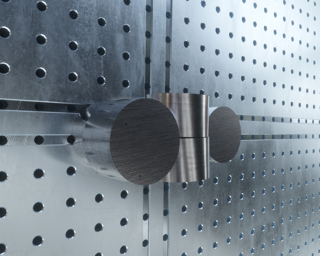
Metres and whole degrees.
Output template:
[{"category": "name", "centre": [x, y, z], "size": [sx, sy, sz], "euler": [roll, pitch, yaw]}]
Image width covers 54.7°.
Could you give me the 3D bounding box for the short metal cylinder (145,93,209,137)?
[{"category": "short metal cylinder", "centre": [0.021, -0.015, 0.391], "size": [0.081, 0.080, 0.050], "euler": [1, 90, -40]}]

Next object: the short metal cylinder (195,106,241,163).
[{"category": "short metal cylinder", "centre": [0.074, 0.009, 0.453], "size": [0.081, 0.050, 0.079], "euler": [0, 90, -40]}]

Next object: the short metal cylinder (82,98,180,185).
[{"category": "short metal cylinder", "centre": [-0.027, 0.012, 0.303], "size": [0.081, 0.050, 0.079], "euler": [0, 90, -40]}]

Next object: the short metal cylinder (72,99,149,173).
[{"category": "short metal cylinder", "centre": [-0.050, 0.009, 0.350], "size": [0.081, 0.050, 0.079], "euler": [0, 90, -40]}]

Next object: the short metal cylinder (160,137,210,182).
[{"category": "short metal cylinder", "centre": [0.022, 0.036, 0.391], "size": [0.081, 0.080, 0.050], "euler": [-2, 91, -40]}]
